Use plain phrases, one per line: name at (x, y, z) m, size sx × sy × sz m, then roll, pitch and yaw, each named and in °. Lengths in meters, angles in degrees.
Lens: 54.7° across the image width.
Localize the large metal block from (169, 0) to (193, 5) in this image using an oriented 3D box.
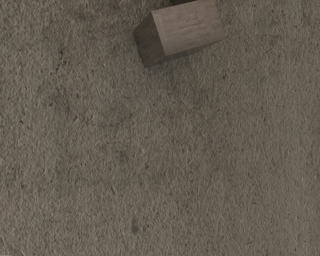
large metal block at (0.037, -0.199, 0.393) m, size 0.080 × 0.080 × 0.050 m, roll 46°, pitch 76°, yaw -14°

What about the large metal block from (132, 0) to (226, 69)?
large metal block at (0.020, -0.116, 0.387) m, size 0.081 × 0.080 × 0.050 m, roll -21°, pitch 97°, yaw -19°
